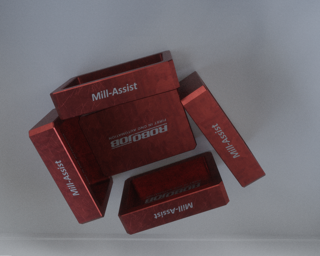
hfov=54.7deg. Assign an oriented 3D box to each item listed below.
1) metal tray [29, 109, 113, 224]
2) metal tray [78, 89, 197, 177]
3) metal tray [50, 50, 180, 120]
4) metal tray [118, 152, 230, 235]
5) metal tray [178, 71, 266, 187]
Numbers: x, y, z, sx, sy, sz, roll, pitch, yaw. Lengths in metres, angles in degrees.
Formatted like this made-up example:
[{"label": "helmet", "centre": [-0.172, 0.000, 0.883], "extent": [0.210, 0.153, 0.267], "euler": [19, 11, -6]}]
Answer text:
[{"label": "metal tray", "centre": [-0.104, 0.041, 0.388], "extent": [0.030, 0.090, 0.129], "euler": [-20, 109, 7]}, {"label": "metal tray", "centre": [-0.027, 0.002, 0.406], "extent": [0.131, 0.030, 0.090], "euler": [-19, 109, 6]}, {"label": "metal tray", "centre": [-0.047, -0.052, 0.354], "extent": [0.131, 0.090, 0.030], "euler": [-15, 110, 5]}, {"label": "metal tray", "centre": [0.016, 0.081, 0.405], "extent": [0.131, 0.090, 0.030], "euler": [-19, 109, 6]}, {"label": "metal tray", "centre": [0.071, -0.001, 0.376], "extent": [0.030, 0.090, 0.130], "euler": [-34, 107, 12]}]
